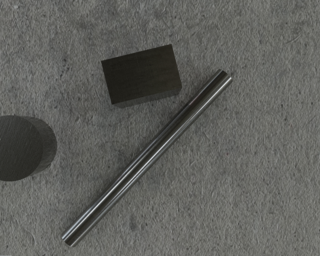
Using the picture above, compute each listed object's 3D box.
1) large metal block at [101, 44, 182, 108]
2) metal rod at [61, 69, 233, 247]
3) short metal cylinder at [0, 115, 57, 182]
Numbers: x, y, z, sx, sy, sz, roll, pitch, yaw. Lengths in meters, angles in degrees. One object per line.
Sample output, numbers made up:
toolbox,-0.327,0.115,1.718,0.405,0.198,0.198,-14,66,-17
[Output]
large metal block,-0.020,-0.060,0.382,0.080,0.080,0.050,-14,90,0
metal rod,-0.017,0.039,0.409,0.025,0.025,0.300,44,90,0
short metal cylinder,-0.180,0.024,0.396,0.081,0.050,0.080,0,90,0
